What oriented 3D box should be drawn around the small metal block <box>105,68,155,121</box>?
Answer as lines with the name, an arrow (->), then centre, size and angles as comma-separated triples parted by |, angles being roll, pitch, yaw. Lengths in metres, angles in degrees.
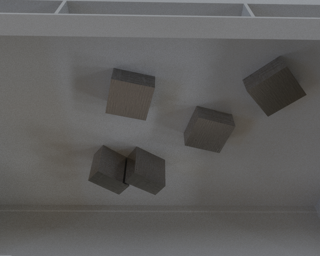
small metal block -> -0.036, -0.040, 0.375 | 0.050, 0.025, 0.050 | 10, 129, -9

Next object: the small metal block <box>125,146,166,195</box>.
small metal block -> -0.020, 0.061, 0.444 | 0.050, 0.050, 0.025 | 28, 125, -22

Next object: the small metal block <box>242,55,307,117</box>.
small metal block -> 0.136, -0.049, 0.369 | 0.050, 0.025, 0.050 | -34, 123, 25

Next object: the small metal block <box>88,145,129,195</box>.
small metal block -> -0.070, 0.060, 0.443 | 0.050, 0.050, 0.025 | 31, 123, -24

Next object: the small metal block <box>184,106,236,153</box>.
small metal block -> 0.064, 0.003, 0.412 | 0.050, 0.025, 0.050 | 13, 129, -11
